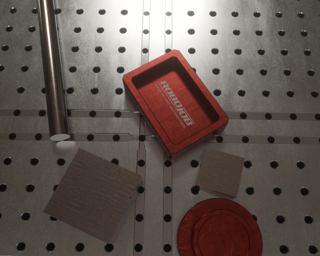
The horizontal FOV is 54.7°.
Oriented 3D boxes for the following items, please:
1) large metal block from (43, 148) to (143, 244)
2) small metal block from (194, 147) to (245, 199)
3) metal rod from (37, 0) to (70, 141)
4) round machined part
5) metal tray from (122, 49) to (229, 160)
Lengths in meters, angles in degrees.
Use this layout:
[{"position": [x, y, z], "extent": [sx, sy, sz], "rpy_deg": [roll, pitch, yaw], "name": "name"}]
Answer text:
[{"position": [-0.074, 0.081, 0.368], "extent": [0.080, 0.050, 0.080], "rpy_deg": [23, 71, 8], "name": "large metal block"}, {"position": [0.075, 0.058, 0.392], "extent": [0.050, 0.025, 0.050], "rpy_deg": [16, 71, 5], "name": "small metal block"}, {"position": [-0.162, -0.125, 0.455], "extent": [0.025, 0.025, 0.299], "rpy_deg": [-11, 70, -4], "name": "metal rod"}, {"position": [0.069, 0.130, 0.356], "extent": [0.099, 0.042, 0.098], "rpy_deg": [0, 70, -1], "name": "round machined part"}, {"position": [0.019, -0.034, 0.421], "extent": [0.090, 0.030, 0.130], "rpy_deg": [-30, 73, -11], "name": "metal tray"}]
